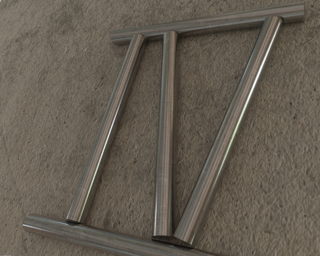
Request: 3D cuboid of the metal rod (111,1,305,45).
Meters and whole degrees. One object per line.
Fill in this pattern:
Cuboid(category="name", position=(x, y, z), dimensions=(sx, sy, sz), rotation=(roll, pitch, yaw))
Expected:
Cuboid(category="metal rod", position=(0.054, -0.154, 0.470), dimensions=(0.300, 0.025, 0.025), rotation=(1, 62, 28))

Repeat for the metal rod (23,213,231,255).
Cuboid(category="metal rod", position=(-0.040, 0.130, 0.344), dimensions=(0.300, 0.025, 0.025), rotation=(1, 62, 28))

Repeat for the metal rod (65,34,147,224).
Cuboid(category="metal rod", position=(-0.070, -0.015, 0.448), dimensions=(0.025, 0.025, 0.300), rotation=(1, 62, 28))

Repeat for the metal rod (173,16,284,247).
Cuboid(category="metal rod", position=(0.088, -0.011, 0.364), dimensions=(0.025, 0.025, 0.300), rotation=(14, 69, 33))

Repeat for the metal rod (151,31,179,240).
Cuboid(category="metal rod", position=(0.010, -0.012, 0.405), dimensions=(0.025, 0.025, 0.299), rotation=(-11, 57, 22))
